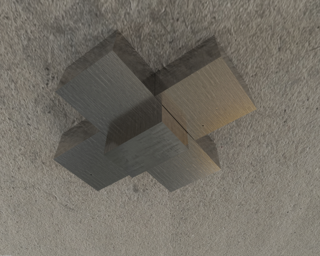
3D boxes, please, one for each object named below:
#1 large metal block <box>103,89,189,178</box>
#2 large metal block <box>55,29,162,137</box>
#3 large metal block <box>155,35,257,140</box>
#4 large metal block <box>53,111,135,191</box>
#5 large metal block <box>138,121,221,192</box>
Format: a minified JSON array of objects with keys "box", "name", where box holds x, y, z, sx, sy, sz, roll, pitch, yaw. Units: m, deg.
[{"box":[-0.016,0.001,0.373,0.080,0.080,0.050,-29,125,22],"name":"large metal block"},{"box":[-0.054,-0.048,0.350,0.080,0.050,0.080,-29,125,22],"name":"large metal block"},{"box":[0.051,-0.043,0.355,0.080,0.050,0.080,-29,125,22],"name":"large metal block"},{"box":[-0.078,0.030,0.416,0.080,0.050,0.080,-29,125,22],"name":"large metal block"},{"box":[0.024,0.032,0.419,0.080,0.050,0.080,-29,125,22],"name":"large metal block"}]
